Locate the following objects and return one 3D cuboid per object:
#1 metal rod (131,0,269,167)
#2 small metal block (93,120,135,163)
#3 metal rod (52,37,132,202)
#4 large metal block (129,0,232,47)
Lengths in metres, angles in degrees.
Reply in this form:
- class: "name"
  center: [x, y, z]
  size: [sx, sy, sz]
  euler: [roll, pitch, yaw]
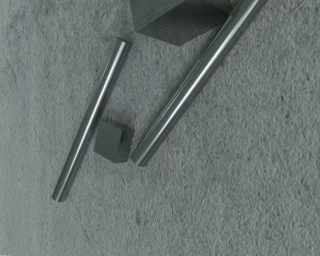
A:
- class: "metal rod"
  center: [0.049, -0.065, 0.362]
  size: [0.025, 0.025, 0.298]
  euler: [50, 119, 28]
- class: "small metal block"
  center: [-0.069, 0.019, 0.459]
  size: [0.050, 0.025, 0.050]
  euler: [23, 104, 37]
- class: "metal rod"
  center: [-0.115, -0.001, 0.497]
  size: [0.025, 0.025, 0.298]
  euler: [41, 114, 32]
- class: "large metal block"
  center: [0.024, -0.139, 0.348]
  size: [0.080, 0.081, 0.050]
  euler: [-19, 78, 38]
